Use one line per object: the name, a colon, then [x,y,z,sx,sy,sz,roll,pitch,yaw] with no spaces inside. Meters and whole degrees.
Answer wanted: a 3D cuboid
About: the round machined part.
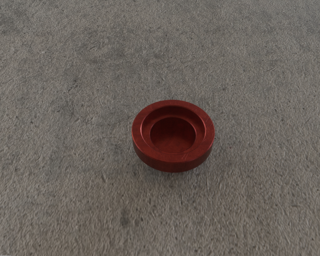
round machined part: [0.015,0.014,0.382,0.099,0.042,0.098,0,50,0]
